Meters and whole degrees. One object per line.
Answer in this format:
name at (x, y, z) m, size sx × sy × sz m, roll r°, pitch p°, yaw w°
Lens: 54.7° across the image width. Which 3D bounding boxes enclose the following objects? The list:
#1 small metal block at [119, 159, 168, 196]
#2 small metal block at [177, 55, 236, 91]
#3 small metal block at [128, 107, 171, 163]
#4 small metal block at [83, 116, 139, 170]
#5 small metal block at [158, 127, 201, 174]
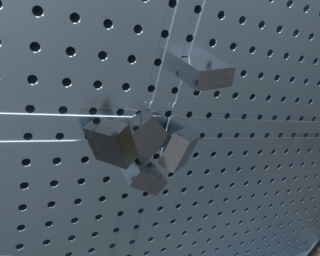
small metal block at (-0.025, 0.061, 0.421) m, size 0.050 × 0.050 × 0.025 m, roll 29°, pitch 102°, yaw -38°
small metal block at (0.056, -0.070, 0.384) m, size 0.050 × 0.050 × 0.025 m, roll -11°, pitch 123°, yaw -23°
small metal block at (-0.020, 0.010, 0.408) m, size 0.050 × 0.025 × 0.050 m, roll -41°, pitch 130°, yaw 0°
small metal block at (-0.058, 0.018, 0.372) m, size 0.025 × 0.050 × 0.050 m, roll -48°, pitch 139°, yaw -38°
small metal block at (0.028, 0.030, 0.431) m, size 0.050 × 0.025 × 0.050 m, roll -64°, pitch 163°, yaw 18°
